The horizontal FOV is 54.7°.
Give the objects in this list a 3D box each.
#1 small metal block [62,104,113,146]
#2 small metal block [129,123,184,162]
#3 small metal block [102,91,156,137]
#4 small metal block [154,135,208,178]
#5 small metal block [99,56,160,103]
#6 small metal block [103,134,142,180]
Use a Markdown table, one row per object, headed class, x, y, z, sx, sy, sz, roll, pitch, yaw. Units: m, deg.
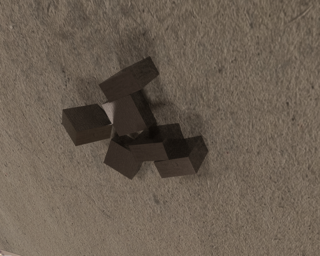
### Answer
| class | x | y | z | sx | sy | sz | roll | pitch | yaw |
| --- | --- | --- | --- | --- | --- | --- | --- | --- | --- |
| small metal block | -0.101 | -0.006 | 0.426 | 0.050 | 0.050 | 0.025 | 48 | 137 | 36 |
| small metal block | -0.004 | 0.019 | 0.403 | 0.050 | 0.050 | 0.025 | -7 | 114 | 32 |
| small metal block | -0.041 | -0.021 | 0.414 | 0.050 | 0.025 | 0.050 | -15 | 111 | 33 |
| small metal block | 0.028 | 0.037 | 0.398 | 0.050 | 0.050 | 0.025 | -13 | 112 | 33 |
| small metal block | -0.036 | -0.059 | 0.372 | 0.050 | 0.050 | 0.025 | -18 | 109 | 35 |
| small metal block | -0.050 | 0.041 | 0.457 | 0.050 | 0.025 | 0.050 | 30 | 128 | 8 |
